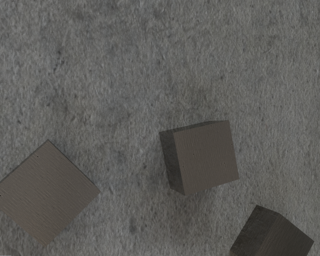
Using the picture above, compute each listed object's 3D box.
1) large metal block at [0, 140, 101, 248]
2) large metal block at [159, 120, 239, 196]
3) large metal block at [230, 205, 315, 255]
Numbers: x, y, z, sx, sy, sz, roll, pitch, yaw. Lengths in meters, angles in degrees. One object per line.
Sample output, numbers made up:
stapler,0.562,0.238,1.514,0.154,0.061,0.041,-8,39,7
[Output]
large metal block,-0.128,0.069,0.349,0.080,0.050,0.080,-45,105,-15
large metal block,0.052,0.037,0.416,0.081,0.050,0.079,-12,94,-20
large metal block,0.166,0.175,0.459,0.080,0.050,0.080,39,77,-16
